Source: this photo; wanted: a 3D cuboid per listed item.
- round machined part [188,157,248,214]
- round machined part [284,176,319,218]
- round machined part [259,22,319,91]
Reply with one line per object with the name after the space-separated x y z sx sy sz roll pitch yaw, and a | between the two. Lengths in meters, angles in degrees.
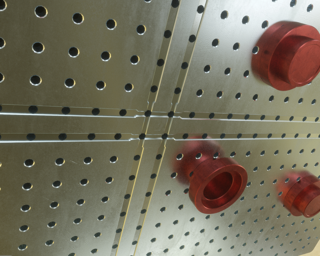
0.089 0.088 0.502 0.099 0.042 0.097 -14 124 -21 | round machined part
0.322 0.155 0.670 0.099 0.042 0.097 -14 124 -21 | round machined part
0.196 -0.098 0.445 0.099 0.042 0.097 -14 124 -21 | round machined part
